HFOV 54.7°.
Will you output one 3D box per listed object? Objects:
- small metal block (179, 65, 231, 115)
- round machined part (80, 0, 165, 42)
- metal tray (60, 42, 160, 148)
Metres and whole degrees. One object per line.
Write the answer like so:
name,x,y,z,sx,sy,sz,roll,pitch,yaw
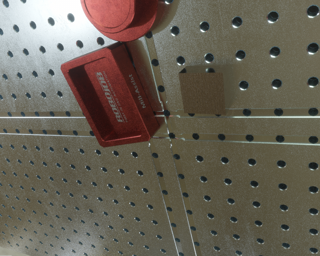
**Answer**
small metal block,0.053,-0.044,0.356,0.050,0.025,0.050,4,120,26
round machined part,-0.047,-0.142,0.337,0.098,0.042,0.097,13,124,21
metal tray,-0.066,-0.040,0.418,0.090,0.030,0.129,-10,114,32
